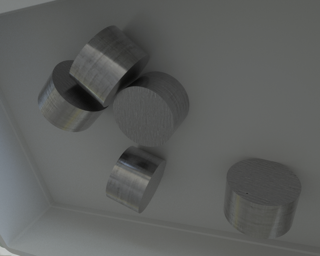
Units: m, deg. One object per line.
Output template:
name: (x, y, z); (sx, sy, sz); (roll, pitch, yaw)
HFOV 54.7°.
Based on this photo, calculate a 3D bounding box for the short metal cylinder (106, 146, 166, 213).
short metal cylinder: (-0.032, 0.072, 0.434); (0.050, 0.080, 0.079); (24, 127, 14)

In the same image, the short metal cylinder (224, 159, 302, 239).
short metal cylinder: (0.117, 0.080, 0.361); (0.080, 0.080, 0.050); (12, 123, 22)

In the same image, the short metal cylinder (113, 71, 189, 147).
short metal cylinder: (-0.010, -0.024, 0.383); (0.080, 0.050, 0.079); (13, 124, 21)

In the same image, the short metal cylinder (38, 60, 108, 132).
short metal cylinder: (-0.111, -0.041, 0.406); (0.080, 0.080, 0.050); (46, 129, -4)

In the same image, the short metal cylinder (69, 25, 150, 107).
short metal cylinder: (-0.057, -0.070, 0.360); (0.050, 0.080, 0.080); (42, 129, -1)
